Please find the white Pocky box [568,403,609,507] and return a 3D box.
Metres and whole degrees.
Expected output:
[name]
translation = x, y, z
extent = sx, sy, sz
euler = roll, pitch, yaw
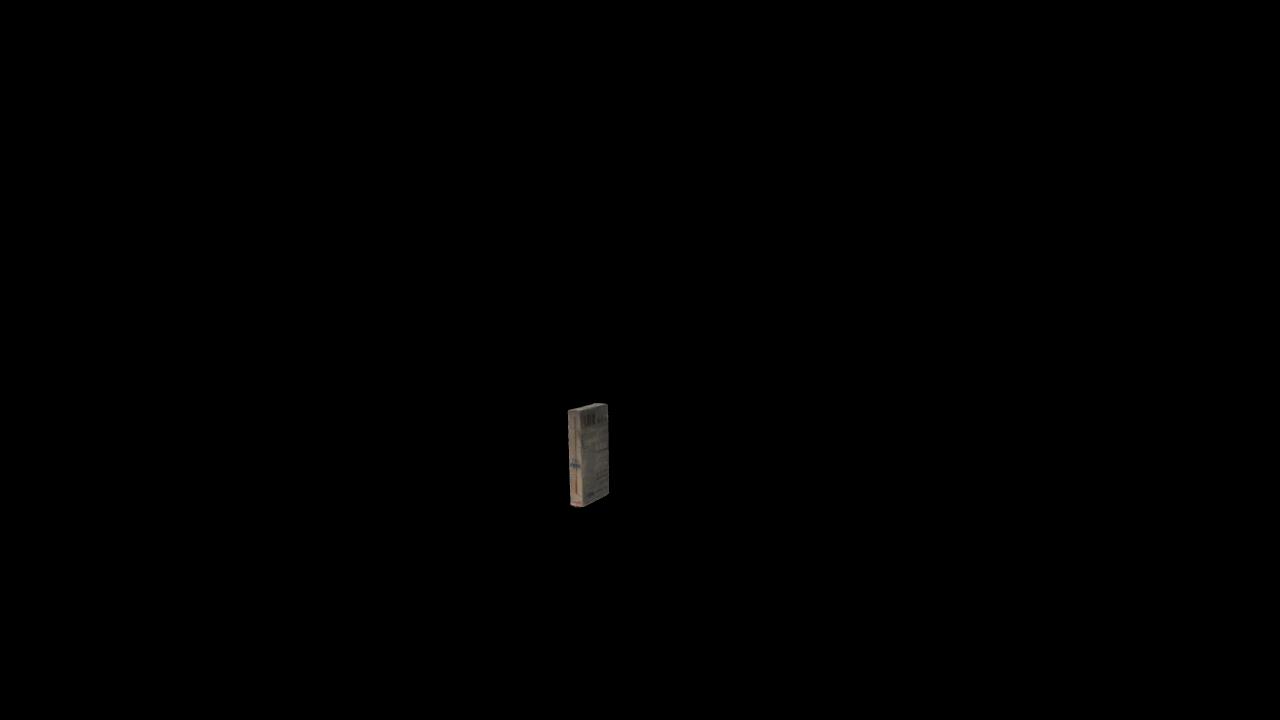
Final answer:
[white Pocky box]
translation = -0.081, 0.151, 0.991
extent = 0.028, 0.154, 0.084
euler = 1, 4, 28
